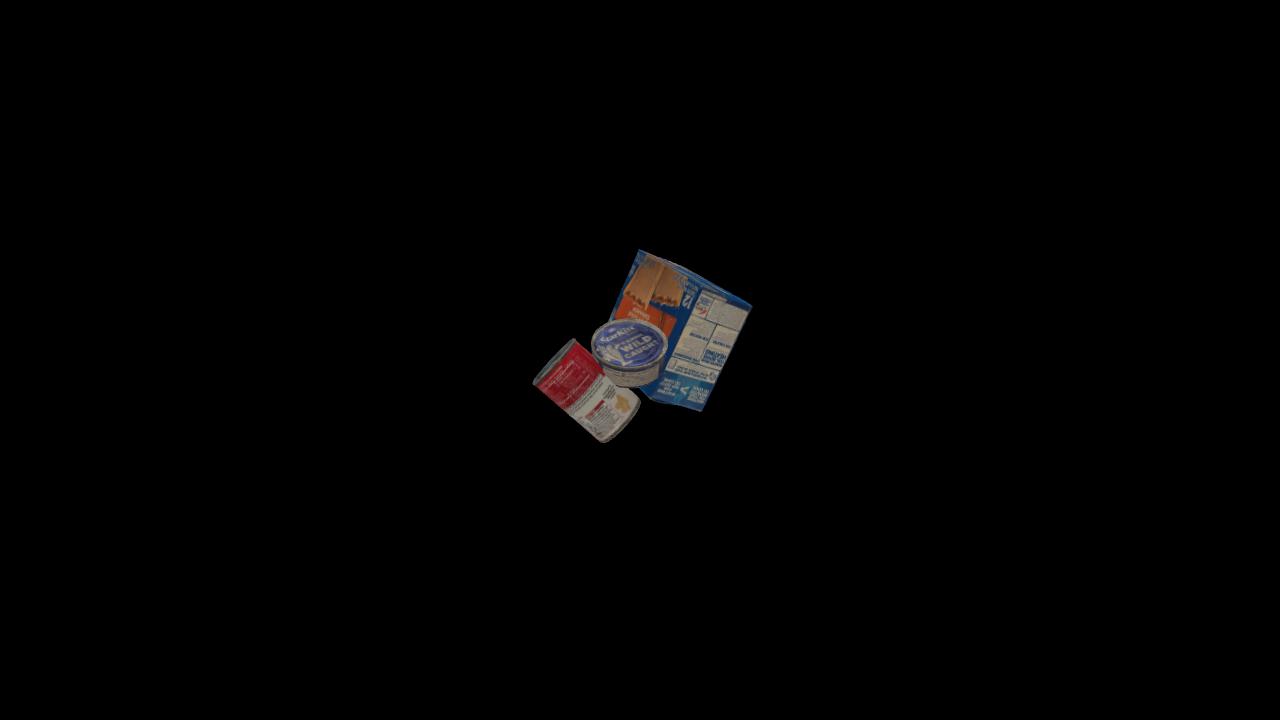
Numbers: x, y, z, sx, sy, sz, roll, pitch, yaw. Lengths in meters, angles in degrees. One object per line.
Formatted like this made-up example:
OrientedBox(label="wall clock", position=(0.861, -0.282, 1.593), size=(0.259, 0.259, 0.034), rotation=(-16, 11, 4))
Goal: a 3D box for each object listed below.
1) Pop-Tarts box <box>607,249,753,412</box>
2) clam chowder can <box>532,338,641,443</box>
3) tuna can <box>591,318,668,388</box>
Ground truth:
OrientedBox(label="Pop-Tarts box", position=(0.035, -0.041, 0.755), size=(0.083, 0.141, 0.167), rotation=(16, 15, -31))
OrientedBox(label="clam chowder can", position=(-0.057, 0.034, 0.673), size=(0.102, 0.068, 0.068), rotation=(43, -10, -11))
OrientedBox(label="tuna can", position=(-0.012, -0.008, 0.679), size=(0.084, 0.034, 0.084), rotation=(2, 42, -1))
